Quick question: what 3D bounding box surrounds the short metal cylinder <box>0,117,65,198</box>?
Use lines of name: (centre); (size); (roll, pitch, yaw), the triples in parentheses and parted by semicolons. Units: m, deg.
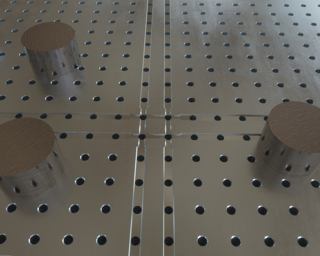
short metal cylinder: (-0.158, 0.034, 0.361); (0.081, 0.050, 0.080); (0, 50, 0)

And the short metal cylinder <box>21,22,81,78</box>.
short metal cylinder: (-0.172, -0.126, 0.495); (0.081, 0.050, 0.080); (0, 50, 0)

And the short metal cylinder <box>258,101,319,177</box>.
short metal cylinder: (0.168, 0.013, 0.383); (0.081, 0.050, 0.080); (1, 50, 0)
